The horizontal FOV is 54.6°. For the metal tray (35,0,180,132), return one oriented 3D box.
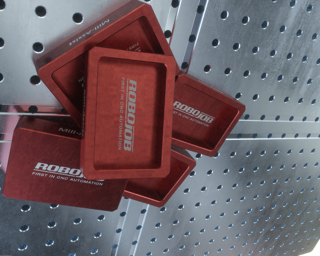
[{"bbox_3d":[-0.052,-0.065,0.337,0.130,0.030,0.090,-34,128,-6],"label":"metal tray"}]

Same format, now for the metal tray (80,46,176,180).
[{"bbox_3d":[-0.034,-0.014,0.325,0.091,0.030,0.129,2,93,-21],"label":"metal tray"}]

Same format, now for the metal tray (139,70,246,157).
[{"bbox_3d":[0.045,-0.017,0.420,0.131,0.030,0.090,19,109,-36],"label":"metal tray"}]

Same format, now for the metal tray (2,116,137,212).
[{"bbox_3d":[-0.102,0.045,0.358,0.131,0.030,0.089,13,113,-19],"label":"metal tray"}]

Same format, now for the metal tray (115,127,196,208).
[{"bbox_3d":[-0.022,0.054,0.427,0.131,0.030,0.090,28,103,-38],"label":"metal tray"}]
